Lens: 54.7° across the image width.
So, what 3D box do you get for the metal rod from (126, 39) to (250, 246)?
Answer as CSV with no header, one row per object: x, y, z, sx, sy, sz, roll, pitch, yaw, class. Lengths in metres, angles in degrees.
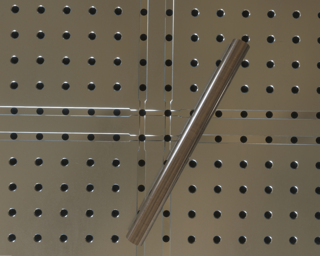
0.037,0.018,0.413,0.025,0.025,0.299,29,90,-1,metal rod
